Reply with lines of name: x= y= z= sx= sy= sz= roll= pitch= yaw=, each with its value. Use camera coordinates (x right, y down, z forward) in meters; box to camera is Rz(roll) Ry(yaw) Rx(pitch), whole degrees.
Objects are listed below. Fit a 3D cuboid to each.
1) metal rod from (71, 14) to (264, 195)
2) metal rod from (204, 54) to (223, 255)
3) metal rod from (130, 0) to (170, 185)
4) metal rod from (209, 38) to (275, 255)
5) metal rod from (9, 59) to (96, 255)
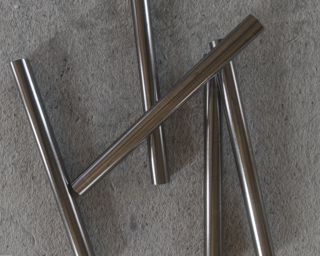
metal rod: x=0.001 y=-0.020 z=0.380 sx=0.300 sy=0.025 sz=0.025 roll=-42 pitch=90 yaw=12
metal rod: x=0.070 y=0.052 z=0.410 sx=0.025 sy=0.025 sz=0.298 roll=0 pitch=90 yaw=0
metal rod: x=-0.016 y=-0.076 z=0.409 sx=0.025 sy=0.025 sz=0.298 roll=-7 pitch=90 yaw=0
metal rod: x=0.108 y=0.036 z=0.397 sx=0.025 sy=0.025 sz=0.298 roll=-14 pitch=95 yaw=0
metal rod: x=-0.137 y=0.055 z=0.408 sx=0.025 sy=0.025 sz=0.299 roll=-19 pitch=90 yaw=0
